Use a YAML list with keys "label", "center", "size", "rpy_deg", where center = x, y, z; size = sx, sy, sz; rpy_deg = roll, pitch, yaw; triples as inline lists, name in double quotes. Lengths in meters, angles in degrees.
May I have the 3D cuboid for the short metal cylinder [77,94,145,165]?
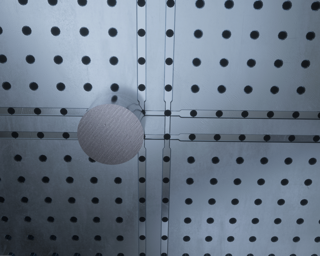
- label: "short metal cylinder"
  center: [-0.060, 0.000, 0.399]
  size: [0.081, 0.050, 0.079]
  rpy_deg: [0, 110, -1]
